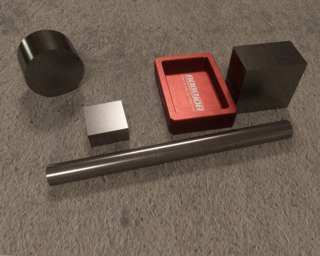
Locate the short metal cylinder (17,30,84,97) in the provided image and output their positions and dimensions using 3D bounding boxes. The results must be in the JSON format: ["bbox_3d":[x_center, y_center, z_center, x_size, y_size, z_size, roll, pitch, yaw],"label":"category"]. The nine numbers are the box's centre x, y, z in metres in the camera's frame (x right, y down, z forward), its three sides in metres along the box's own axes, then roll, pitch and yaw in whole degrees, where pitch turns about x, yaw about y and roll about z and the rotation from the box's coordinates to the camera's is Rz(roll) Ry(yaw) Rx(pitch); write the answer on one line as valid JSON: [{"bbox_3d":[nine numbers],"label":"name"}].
[{"bbox_3d":[-0.156,-0.092,0.442,0.081,0.080,0.050,-21,54,-17],"label":"short metal cylinder"}]

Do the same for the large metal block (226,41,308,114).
[{"bbox_3d":[0.140,-0.068,0.427,0.081,0.080,0.050,-7,51,-7],"label":"large metal block"}]

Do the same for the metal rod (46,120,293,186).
[{"bbox_3d":[0.019,0.028,0.379,0.302,0.025,0.025,-10,51,-9],"label":"metal rod"}]

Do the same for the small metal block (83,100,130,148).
[{"bbox_3d":[-0.070,-0.006,0.407,0.050,0.025,0.050,-11,51,-10],"label":"small metal block"}]

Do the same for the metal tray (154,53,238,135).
[{"bbox_3d":[0.046,-0.054,0.445,0.091,0.030,0.130,-7,50,-7],"label":"metal tray"}]
